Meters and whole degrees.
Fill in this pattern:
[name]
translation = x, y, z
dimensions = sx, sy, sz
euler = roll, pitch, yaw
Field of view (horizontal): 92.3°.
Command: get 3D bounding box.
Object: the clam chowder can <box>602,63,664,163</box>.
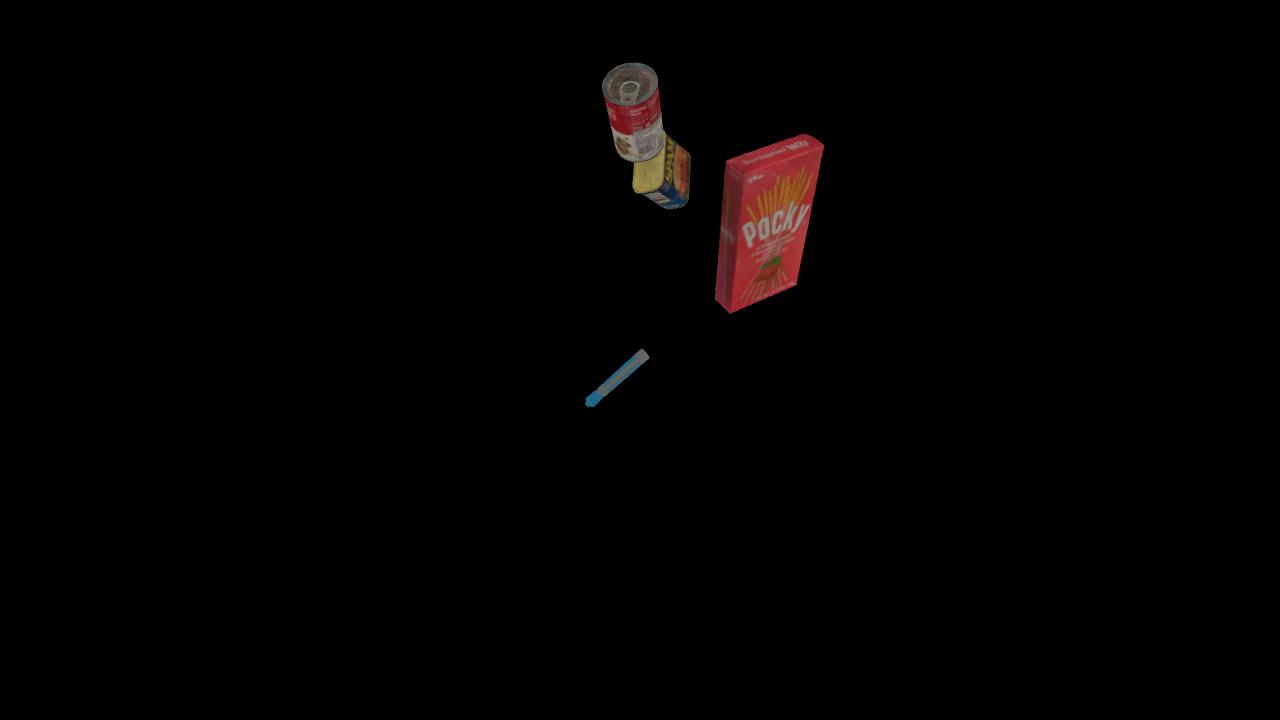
[clam chowder can]
translation = -0.006, -0.307, 0.771
dimensions = 0.068, 0.068, 0.102
euler = 0, -23, 8

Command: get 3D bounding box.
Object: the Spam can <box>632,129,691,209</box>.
[Spam can]
translation = 0.036, -0.298, 0.971
dimensions = 0.058, 0.101, 0.085
euler = -1, -9, 34

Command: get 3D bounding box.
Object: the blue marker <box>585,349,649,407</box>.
[blue marker]
translation = -0.036, 0.029, 0.920
dimensions = 0.121, 0.020, 0.020
euler = -41, -10, 11

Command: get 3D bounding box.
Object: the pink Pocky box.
[pink Pocky box]
translation = 0.113, -0.118, 0.556
dimensions = 0.084, 0.155, 0.029
euler = -24, 51, -18
